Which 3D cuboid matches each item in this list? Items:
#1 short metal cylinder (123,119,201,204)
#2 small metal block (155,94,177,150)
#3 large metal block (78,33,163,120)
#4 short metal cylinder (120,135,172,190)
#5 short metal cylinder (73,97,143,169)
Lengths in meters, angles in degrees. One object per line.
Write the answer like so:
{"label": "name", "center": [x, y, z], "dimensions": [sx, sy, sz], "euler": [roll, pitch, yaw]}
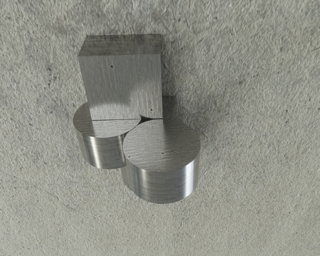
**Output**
{"label": "short metal cylinder", "center": [0.003, 0.034, 0.337], "dimensions": [0.080, 0.080, 0.050], "euler": [-2, 130, 1]}
{"label": "small metal block", "center": [0.006, -0.008, 0.389], "dimensions": [0.025, 0.050, 0.050], "euler": [1, 130, -1]}
{"label": "large metal block", "center": [-0.039, -0.056, 0.345], "dimensions": [0.080, 0.050, 0.079], "euler": [-2, 130, 1]}
{"label": "short metal cylinder", "center": [-0.013, 0.041, 0.408], "dimensions": [0.081, 0.080, 0.050], "euler": [0, 130, 0]}
{"label": "short metal cylinder", "center": [-0.059, 0.003, 0.376], "dimensions": [0.080, 0.080, 0.050], "euler": [-2, 130, 1]}
